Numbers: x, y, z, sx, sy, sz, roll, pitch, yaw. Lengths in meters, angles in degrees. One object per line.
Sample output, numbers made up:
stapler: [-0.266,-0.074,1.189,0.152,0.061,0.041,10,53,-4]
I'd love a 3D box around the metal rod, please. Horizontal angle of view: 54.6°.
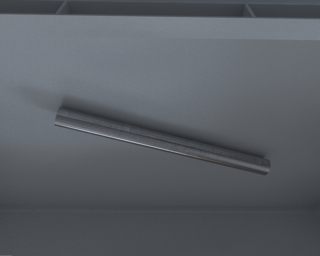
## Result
metal rod: [0.013,0.021,0.425,0.302,0.025,0.025,14,129,-12]
